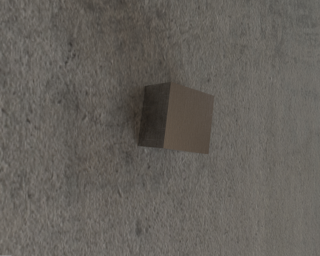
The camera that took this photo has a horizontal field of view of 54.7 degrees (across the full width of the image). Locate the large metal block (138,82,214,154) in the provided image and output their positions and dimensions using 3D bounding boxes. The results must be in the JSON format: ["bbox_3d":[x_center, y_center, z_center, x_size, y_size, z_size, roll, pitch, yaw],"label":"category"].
[{"bbox_3d":[0.023,-0.010,0.410,0.081,0.050,0.080,11,83,-40],"label":"large metal block"}]
